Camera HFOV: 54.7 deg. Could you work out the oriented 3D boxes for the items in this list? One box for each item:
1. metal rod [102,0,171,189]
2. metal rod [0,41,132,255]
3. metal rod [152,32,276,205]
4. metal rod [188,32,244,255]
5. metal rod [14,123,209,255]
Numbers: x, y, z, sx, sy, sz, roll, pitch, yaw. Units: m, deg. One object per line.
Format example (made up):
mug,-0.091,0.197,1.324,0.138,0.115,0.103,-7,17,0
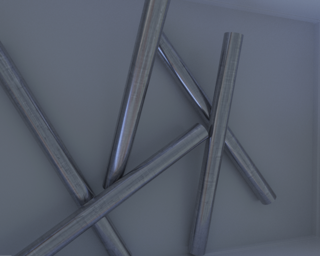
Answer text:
metal rod,-0.022,-0.060,0.338,0.025,0.025,0.298,8,113,-20
metal rod,-0.117,0.038,0.367,0.025,0.025,0.299,-32,101,-17
metal rod,0.079,-0.008,0.440,0.025,0.025,0.299,-41,103,-16
metal rod,0.074,0.025,0.417,0.025,0.025,0.298,7,96,-20
metal rod,-0.061,0.085,0.359,0.302,0.025,0.025,-35,102,-20
